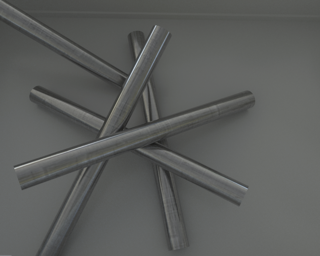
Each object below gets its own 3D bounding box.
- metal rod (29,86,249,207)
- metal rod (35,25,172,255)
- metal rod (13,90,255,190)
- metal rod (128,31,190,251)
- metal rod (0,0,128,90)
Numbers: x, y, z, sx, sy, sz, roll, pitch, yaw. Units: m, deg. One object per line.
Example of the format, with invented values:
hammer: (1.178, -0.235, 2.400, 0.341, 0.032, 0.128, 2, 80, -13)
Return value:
metal rod: (-0.039, 0.014, 0.382, 0.301, 0.025, 0.025, 25, 72, 16)
metal rod: (-0.064, 0.019, 0.361, 0.025, 0.025, 0.299, 26, 87, 9)
metal rod: (-0.007, 0.004, 0.361, 0.302, 0.025, 0.025, -19, 70, -26)
metal rod: (-0.007, 0.002, 0.408, 0.025, 0.025, 0.299, -10, 70, -4)
metal rod: (-0.167, -0.130, 0.391, 0.301, 0.025, 0.025, 30, 71, -16)
